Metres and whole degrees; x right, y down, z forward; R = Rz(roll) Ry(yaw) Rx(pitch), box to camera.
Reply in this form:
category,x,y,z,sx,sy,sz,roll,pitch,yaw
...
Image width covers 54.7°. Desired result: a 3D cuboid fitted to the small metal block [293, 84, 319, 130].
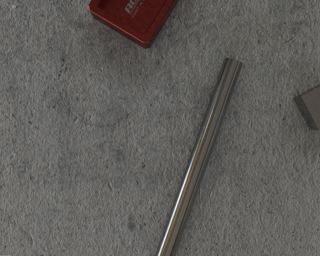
category,x,y,z,sx,sy,sz,roll,pitch,yaw
small metal block,0.216,-0.031,0.413,0.050,0.025,0.050,-28,90,-1

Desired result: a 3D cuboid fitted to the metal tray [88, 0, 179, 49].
category,x,y,z,sx,sy,sz,roll,pitch,yaw
metal tray,-0.021,-0.183,0.407,0.090,0.030,0.130,31,90,-1

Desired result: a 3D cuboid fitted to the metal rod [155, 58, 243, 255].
category,x,y,z,sx,sy,sz,roll,pitch,yaw
metal rod,0.048,0.053,0.410,0.025,0.025,0.299,19,90,-1
